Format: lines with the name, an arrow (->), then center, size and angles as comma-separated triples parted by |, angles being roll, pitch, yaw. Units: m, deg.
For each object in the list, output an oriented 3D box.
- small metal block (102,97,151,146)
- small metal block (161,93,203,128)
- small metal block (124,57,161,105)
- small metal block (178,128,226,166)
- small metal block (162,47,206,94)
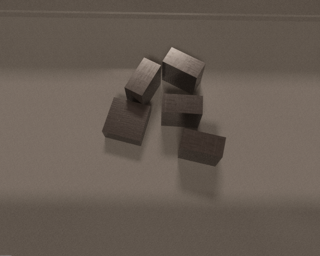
small metal block -> -0.043, -0.008, 0.412 | 0.050, 0.025, 0.050 | 14, 71, 4
small metal block -> 0.028, -0.022, 0.405 | 0.050, 0.050, 0.025 | 4, 70, 1
small metal block -> -0.022, -0.057, 0.417 | 0.025, 0.050, 0.050 | 27, 72, 9
small metal block -> 0.051, 0.025, 0.388 | 0.050, 0.050, 0.025 | 13, 71, 4
small metal block -> 0.031, -0.077, 0.425 | 0.050, 0.050, 0.025 | 28, 73, 9
